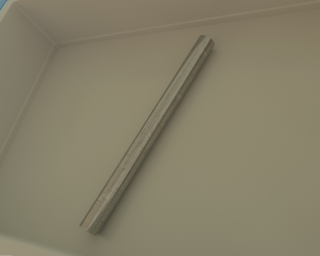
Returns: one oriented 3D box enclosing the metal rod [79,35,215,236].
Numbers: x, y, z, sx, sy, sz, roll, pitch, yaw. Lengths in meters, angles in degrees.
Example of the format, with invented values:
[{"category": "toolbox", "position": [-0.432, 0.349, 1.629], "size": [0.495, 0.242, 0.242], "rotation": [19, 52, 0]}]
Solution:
[{"category": "metal rod", "position": [-0.010, -0.001, 0.409], "size": [0.025, 0.025, 0.300], "rotation": [22, 73, 36]}]
